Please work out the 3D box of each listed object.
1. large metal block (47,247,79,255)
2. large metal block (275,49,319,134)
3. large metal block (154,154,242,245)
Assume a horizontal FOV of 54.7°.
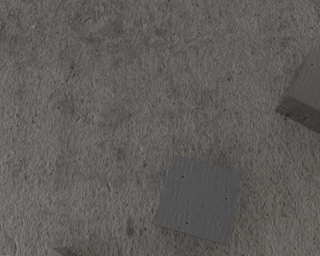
[{"bbox_3d":[-0.099,0.185,0.326,0.080,0.050,0.080,30,73,10],"label":"large metal block"},{"bbox_3d":[0.215,-0.045,0.413,0.080,0.050,0.080,30,73,10],"label":"large metal block"},{"bbox_3d":[0.043,0.085,0.364,0.080,0.050,0.080,15,71,5],"label":"large metal block"}]
